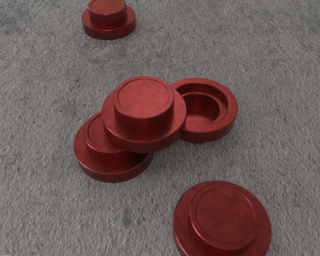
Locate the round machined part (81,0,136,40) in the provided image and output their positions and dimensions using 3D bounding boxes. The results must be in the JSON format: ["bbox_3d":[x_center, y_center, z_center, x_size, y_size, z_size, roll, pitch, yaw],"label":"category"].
[{"bbox_3d":[-0.094,-0.206,0.565,0.099,0.042,0.098,0,50,0],"label":"round machined part"}]

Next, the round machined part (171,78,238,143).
[{"bbox_3d":[0.049,-0.019,0.408,0.099,0.042,0.098,0,50,0],"label":"round machined part"}]

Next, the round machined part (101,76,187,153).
[{"bbox_3d":[-0.018,-0.023,0.356,0.099,0.042,0.098,0,50,0],"label":"round machined part"}]

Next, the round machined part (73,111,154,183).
[{"bbox_3d":[-0.056,0.014,0.380,0.099,0.042,0.098,0,50,0],"label":"round machined part"}]

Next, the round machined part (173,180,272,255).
[{"bbox_3d":[0.063,0.095,0.313,0.099,0.042,0.098,0,50,0],"label":"round machined part"}]
